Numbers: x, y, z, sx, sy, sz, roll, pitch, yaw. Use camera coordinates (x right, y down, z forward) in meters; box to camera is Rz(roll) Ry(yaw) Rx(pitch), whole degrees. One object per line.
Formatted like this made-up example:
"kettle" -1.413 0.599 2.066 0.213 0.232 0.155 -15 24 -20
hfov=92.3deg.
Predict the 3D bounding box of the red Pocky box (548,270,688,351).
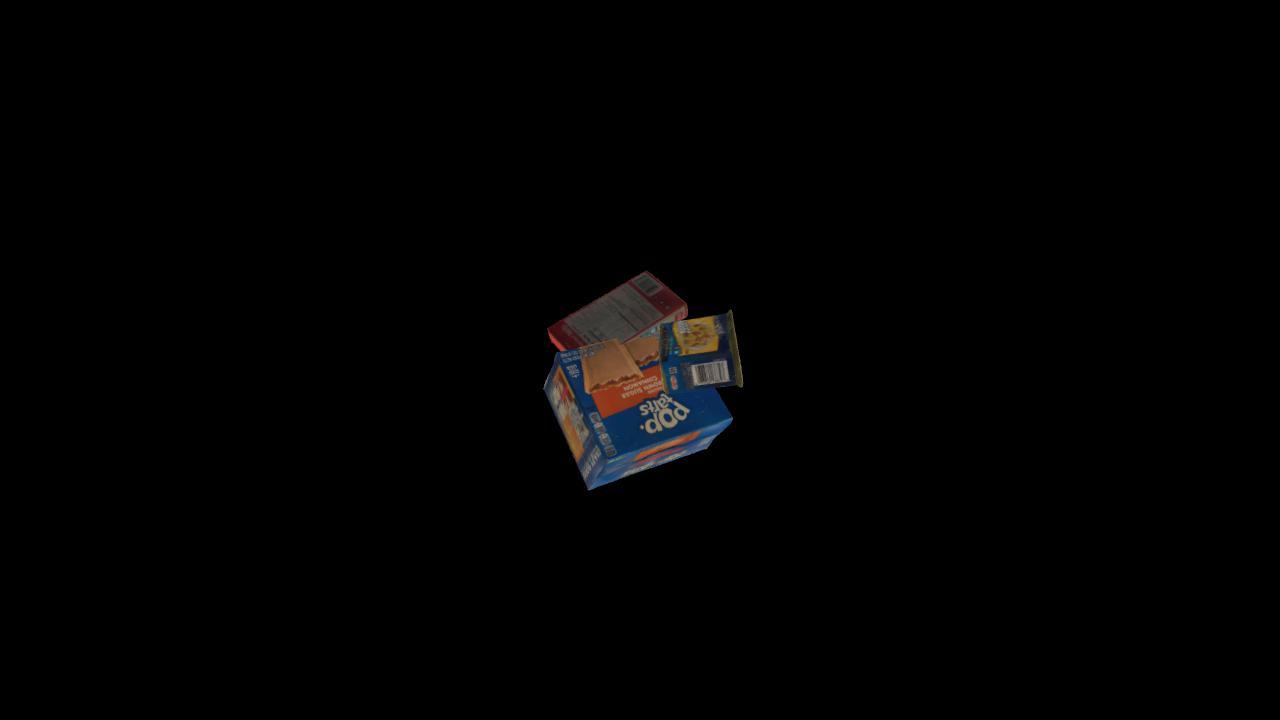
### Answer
"red Pocky box" -0.027 -0.045 0.747 0.155 0.028 0.083 -33 56 -20

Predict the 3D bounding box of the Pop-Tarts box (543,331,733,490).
"Pop-Tarts box" -0.005 0.050 0.717 0.167 0.141 0.083 -14 -27 -28

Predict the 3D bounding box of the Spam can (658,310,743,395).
"Spam can" 0.066 -0.008 0.684 0.085 0.058 0.101 -8 29 8
